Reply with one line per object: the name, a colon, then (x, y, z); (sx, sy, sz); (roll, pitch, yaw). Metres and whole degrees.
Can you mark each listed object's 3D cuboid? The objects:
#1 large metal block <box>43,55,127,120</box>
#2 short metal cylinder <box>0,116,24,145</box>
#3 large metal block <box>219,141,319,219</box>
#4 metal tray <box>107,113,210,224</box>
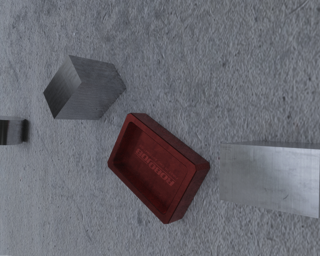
large metal block: (-0.112, -0.056, 0.461); (0.080, 0.081, 0.050); (-44, 64, 31)
short metal cylinder: (-0.324, 0.004, 0.636); (0.080, 0.081, 0.050); (11, 97, 39)
large metal block: (0.110, 0.039, 0.279); (0.080, 0.081, 0.050); (2, 91, 40)
metal tray: (-0.008, 0.049, 0.408); (0.130, 0.030, 0.089); (38, 113, 33)
